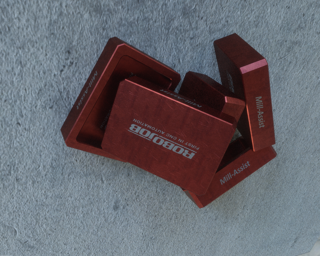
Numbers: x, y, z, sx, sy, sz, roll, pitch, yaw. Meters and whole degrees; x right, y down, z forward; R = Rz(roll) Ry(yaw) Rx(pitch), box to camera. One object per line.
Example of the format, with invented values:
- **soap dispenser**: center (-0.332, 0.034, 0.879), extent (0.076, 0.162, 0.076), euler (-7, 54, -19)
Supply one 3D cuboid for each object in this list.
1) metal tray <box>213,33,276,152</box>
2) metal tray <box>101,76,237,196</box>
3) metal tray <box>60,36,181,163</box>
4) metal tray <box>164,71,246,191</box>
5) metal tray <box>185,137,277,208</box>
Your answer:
- **metal tray**: center (0.109, -0.044, 0.397), extent (0.030, 0.090, 0.129), euler (-21, 128, 1)
- **metal tray**: center (0.007, 0.007, 0.345), extent (0.130, 0.030, 0.089), euler (24, 112, 9)
- **metal tray**: center (-0.046, -0.028, 0.364), extent (0.091, 0.030, 0.129), euler (22, 107, -37)
- **metal tray**: center (0.045, 0.004, 0.395), extent (0.030, 0.090, 0.129), euler (7, 116, -32)
- **metal tray**: center (0.094, 0.059, 0.456), extent (0.130, 0.090, 0.030), euler (-33, 94, -7)
